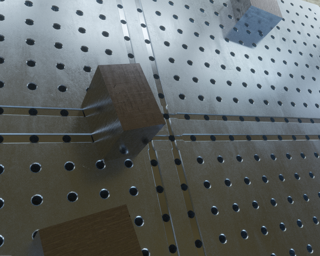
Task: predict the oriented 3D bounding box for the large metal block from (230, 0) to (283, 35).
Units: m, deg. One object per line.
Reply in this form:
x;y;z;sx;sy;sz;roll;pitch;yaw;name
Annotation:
0.202;-0.253;0.654;0.081;0.050;0.080;11;57;-22;large metal block

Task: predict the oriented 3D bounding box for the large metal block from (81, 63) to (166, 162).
-0.046;-0.017;0.358;0.050;0.080;0.080;-11;67;-33;large metal block

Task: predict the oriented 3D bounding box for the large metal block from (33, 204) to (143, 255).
-0.063;0.125;0.282;0.081;0.050;0.080;-9;66;-32;large metal block
